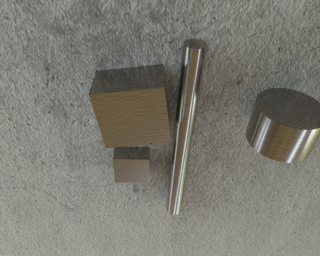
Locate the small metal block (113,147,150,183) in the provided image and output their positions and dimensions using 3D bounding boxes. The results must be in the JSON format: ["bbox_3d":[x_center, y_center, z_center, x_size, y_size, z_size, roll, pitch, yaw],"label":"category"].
[{"bbox_3d":[-0.041,0.054,0.453,0.050,0.025,0.050,1,130,-2],"label":"small metal block"}]

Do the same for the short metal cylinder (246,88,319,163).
[{"bbox_3d":[0.149,-0.005,0.369,0.081,0.080,0.050,3,130,-3],"label":"short metal cylinder"}]

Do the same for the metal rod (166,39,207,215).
[{"bbox_3d":[0.030,0.023,0.427,0.025,0.025,0.298,2,130,-2],"label":"metal rod"}]

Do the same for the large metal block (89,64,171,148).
[{"bbox_3d":[-0.031,-0.025,0.369,0.080,0.050,0.080,-5,130,4],"label":"large metal block"}]
